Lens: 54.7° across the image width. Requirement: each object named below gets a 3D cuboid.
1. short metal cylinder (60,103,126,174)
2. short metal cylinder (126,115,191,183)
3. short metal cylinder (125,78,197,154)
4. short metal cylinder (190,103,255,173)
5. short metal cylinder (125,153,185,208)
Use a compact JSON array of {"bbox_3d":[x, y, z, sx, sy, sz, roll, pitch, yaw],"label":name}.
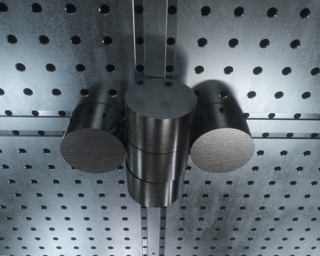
[{"bbox_3d":[-0.084,0.014,0.405,0.081,0.050,0.079,0,130,0],"label":"short metal cylinder"},{"bbox_3d":[-0.002,0.023,0.394,0.081,0.080,0.050,2,130,-2],"label":"short metal cylinder"},{"bbox_3d":[0.000,-0.016,0.361,0.081,0.080,0.050,2,130,-2],"label":"short metal cylinder"},{"bbox_3d":[0.078,0.014,0.408,0.081,0.050,0.079,0,130,0],"label":"short metal cylinder"},{"bbox_3d":[-0.006,0.062,0.427,0.081,0.080,0.050,1,130,-1],"label":"short metal cylinder"}]
